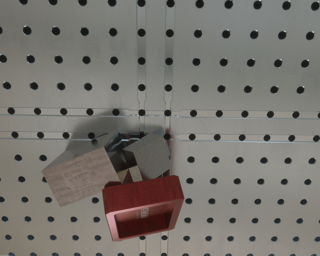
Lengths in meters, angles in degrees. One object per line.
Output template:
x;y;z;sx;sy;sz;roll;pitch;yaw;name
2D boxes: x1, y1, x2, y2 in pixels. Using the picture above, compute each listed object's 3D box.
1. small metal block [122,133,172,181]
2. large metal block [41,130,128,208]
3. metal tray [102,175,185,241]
-0.016;0.041;0.414;0.050;0.025;0.050;-30;114;-34;small metal block
-0.089;0.049;0.398;0.080;0.080;0.050;-21;101;7;large metal block
-0.022;0.109;0.403;0.091;0.030;0.129;-9;148;-10;metal tray
